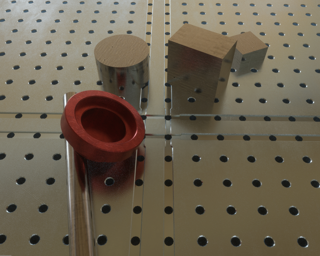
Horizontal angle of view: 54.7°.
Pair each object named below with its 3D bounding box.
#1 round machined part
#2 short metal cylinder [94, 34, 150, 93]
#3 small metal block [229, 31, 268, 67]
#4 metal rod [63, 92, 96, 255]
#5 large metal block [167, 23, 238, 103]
[{"bbox_3d":[-0.071,0.002,0.377,0.099,0.042,0.098,20,41,-18],"label":"round machined part"},{"bbox_3d":[-0.056,-0.099,0.474,0.081,0.050,0.080,0,50,0],"label":"short metal cylinder"},{"bbox_3d":[0.144,-0.134,0.522,0.050,0.025,0.050,-20,53,-16],"label":"small metal block"},{"bbox_3d":[-0.092,0.070,0.347,0.025,0.025,0.300,-10,51,-9],"label":"metal rod"},{"bbox_3d":[0.058,-0.095,0.452,0.080,0.080,0.050,25,54,19],"label":"large metal block"}]
